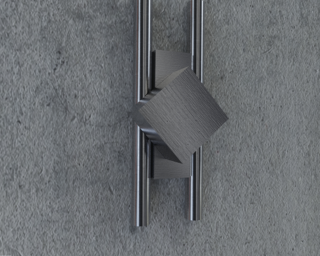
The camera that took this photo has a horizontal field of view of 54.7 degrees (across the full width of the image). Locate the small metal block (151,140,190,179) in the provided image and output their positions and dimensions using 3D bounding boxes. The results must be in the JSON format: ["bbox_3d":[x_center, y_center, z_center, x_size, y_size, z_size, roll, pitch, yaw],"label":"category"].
[{"bbox_3d":[0.012,0.041,0.415,0.050,0.025,0.050,1,90,-21],"label":"small metal block"}]

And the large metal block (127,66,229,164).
[{"bbox_3d":[0.021,-0.015,0.377,0.080,0.050,0.080,-43,104,-15],"label":"large metal block"}]

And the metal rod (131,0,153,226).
[{"bbox_3d":[-0.023,-0.025,0.403,0.025,0.025,0.298,1,90,-20],"label":"metal rod"}]

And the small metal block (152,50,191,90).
[{"bbox_3d":[0.013,-0.075,0.415,0.050,0.025,0.050,1,90,-21],"label":"small metal block"}]

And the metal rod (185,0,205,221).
[{"bbox_3d":[0.048,-0.024,0.430,0.025,0.025,0.298,1,90,-20],"label":"metal rod"}]
